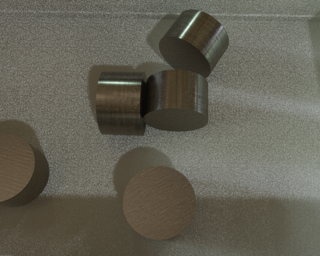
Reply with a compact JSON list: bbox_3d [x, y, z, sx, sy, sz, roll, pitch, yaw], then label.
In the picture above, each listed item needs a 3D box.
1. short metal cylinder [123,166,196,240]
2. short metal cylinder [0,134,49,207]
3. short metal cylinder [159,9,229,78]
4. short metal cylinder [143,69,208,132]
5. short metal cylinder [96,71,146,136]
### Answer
[{"bbox_3d":[-0.001,0.089,0.364,0.081,0.050,0.080,0,70,0],"label":"short metal cylinder"},{"bbox_3d":[-0.183,0.052,0.375,0.081,0.050,0.080,0,70,0],"label":"short metal cylinder"},{"bbox_3d":[0.046,-0.112,0.422,0.080,0.080,0.050,31,73,10],"label":"short metal cylinder"},{"bbox_3d":[0.021,-0.032,0.392,0.081,0.080,0.050,3,70,0],"label":"short metal cylinder"},{"bbox_3d":[-0.045,-0.031,0.390,0.050,0.080,0.080,2,70,3],"label":"short metal cylinder"}]
